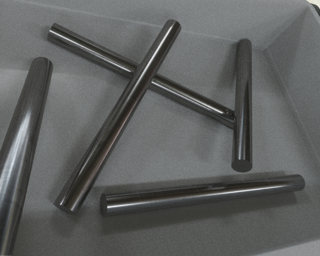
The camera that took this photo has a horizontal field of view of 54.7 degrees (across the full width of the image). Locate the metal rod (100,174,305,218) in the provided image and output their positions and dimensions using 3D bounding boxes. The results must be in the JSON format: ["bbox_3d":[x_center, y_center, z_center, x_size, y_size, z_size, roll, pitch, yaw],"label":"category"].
[{"bbox_3d":[0.074,0.081,0.395,0.303,0.025,0.025,0,62,-28],"label":"metal rod"}]

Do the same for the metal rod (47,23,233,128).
[{"bbox_3d":[-0.008,-0.067,0.441,0.302,0.025,0.025,24,53,-14],"label":"metal rod"}]

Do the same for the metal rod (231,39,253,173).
[{"bbox_3d":[0.131,-0.056,0.483,0.025,0.025,0.300,28,44,-11],"label":"metal rod"}]

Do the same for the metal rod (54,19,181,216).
[{"bbox_3d":[-0.037,-0.035,0.383,0.025,0.025,0.300,31,59,-8],"label":"metal rod"}]

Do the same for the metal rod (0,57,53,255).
[{"bbox_3d":[-0.116,0.012,0.258,0.025,0.025,0.300,13,32,-21],"label":"metal rod"}]
